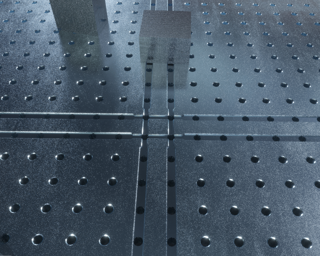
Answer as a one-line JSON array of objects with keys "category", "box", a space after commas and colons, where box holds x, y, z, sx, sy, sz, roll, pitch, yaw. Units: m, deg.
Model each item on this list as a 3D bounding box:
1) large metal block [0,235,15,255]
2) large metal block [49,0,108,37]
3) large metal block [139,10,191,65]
[{"category": "large metal block", "box": [-0.176, 0.126, 0.266, 0.080, 0.080, 0.050, -36, 59, -26]}, {"category": "large metal block", "box": [-0.145, -0.218, 0.555, 0.080, 0.080, 0.050, 11, 51, 9]}, {"category": "large metal block", "box": [0.010, -0.153, 0.521, 0.080, 0.050, 0.080, 3, 50, 2]}]
